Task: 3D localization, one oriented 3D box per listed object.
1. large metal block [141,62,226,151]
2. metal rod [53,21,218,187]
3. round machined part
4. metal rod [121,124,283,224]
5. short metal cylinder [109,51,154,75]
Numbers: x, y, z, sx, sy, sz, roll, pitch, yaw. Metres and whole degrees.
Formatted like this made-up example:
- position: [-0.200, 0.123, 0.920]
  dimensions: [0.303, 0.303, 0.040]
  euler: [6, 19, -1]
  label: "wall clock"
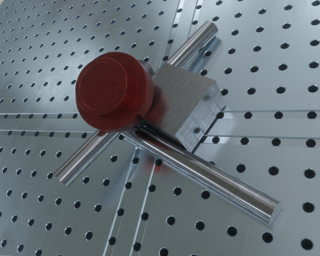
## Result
- position: [0.022, -0.027, 0.391]
  dimensions: [0.080, 0.050, 0.080]
  euler: [29, 77, 37]
  label: "large metal block"
- position: [-0.023, -0.042, 0.420]
  dimensions: [0.025, 0.025, 0.301]
  euler: [31, 71, 37]
  label: "metal rod"
- position: [-0.061, -0.045, 0.371]
  dimensions: [0.098, 0.042, 0.097]
  euler: [-3, 80, 20]
  label: "round machined part"
- position: [0.005, 0.026, 0.387]
  dimensions: [0.300, 0.025, 0.025]
  euler: [28, 77, 37]
  label: "metal rod"
- position: [-0.053, -0.063, 0.437]
  dimensions: [0.050, 0.080, 0.080]
  euler: [28, 77, 37]
  label: "short metal cylinder"
